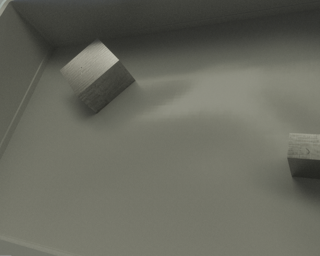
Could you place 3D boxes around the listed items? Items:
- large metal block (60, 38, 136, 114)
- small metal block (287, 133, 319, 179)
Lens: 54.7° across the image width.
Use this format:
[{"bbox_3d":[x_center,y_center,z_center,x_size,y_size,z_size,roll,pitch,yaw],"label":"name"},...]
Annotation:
[{"bbox_3d":[-0.100,-0.084,0.491,0.080,0.050,0.080,-41,51,0],"label":"large metal block"},{"bbox_3d":[0.151,0.028,0.293,0.050,0.050,0.025,2,63,29],"label":"small metal block"}]
